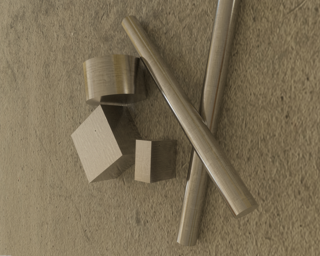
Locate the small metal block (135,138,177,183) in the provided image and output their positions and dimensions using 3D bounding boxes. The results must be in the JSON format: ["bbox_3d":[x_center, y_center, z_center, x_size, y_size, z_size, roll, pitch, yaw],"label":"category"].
[{"bbox_3d":[-0.005,0.040,0.391,0.025,0.050,0.050,4,92,40],"label":"small metal block"}]

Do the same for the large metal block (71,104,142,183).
[{"bbox_3d":[-0.074,0.023,0.448,0.080,0.050,0.080,-40,66,32],"label":"large metal block"}]

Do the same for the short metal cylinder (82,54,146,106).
[{"bbox_3d":[-0.061,-0.062,0.417,0.080,0.081,0.050,-11,83,39],"label":"short metal cylinder"}]

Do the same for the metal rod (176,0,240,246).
[{"bbox_3d":[0.055,-0.009,0.358,0.025,0.025,0.298,15,99,39],"label":"metal rod"}]

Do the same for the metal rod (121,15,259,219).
[{"bbox_3d":[0.018,-0.036,0.361,0.025,0.025,0.299,-48,54,29],"label":"metal rod"}]
